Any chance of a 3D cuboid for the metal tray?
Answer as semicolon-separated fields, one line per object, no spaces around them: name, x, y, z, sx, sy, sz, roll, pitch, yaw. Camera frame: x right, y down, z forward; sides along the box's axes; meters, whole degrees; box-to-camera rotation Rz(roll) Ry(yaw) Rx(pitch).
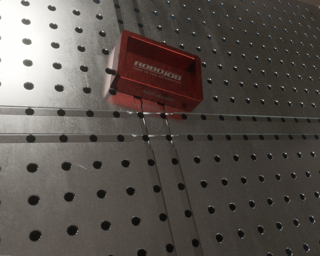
metal tray;-0.002;-0.083;0.456;0.131;0.030;0.090;14;56;-21
